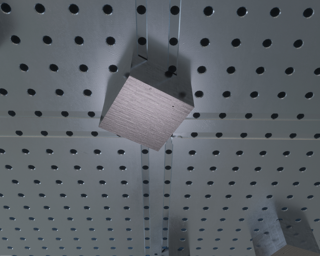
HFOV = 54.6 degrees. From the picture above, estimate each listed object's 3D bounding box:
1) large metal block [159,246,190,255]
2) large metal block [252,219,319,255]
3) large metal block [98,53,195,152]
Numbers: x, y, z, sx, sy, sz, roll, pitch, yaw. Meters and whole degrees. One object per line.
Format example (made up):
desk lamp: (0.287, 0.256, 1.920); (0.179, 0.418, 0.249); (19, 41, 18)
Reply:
large metal block: (0.022, 0.303, 0.633); (0.050, 0.080, 0.080); (21, 127, -17)
large metal block: (0.237, 0.225, 0.588); (0.080, 0.050, 0.080); (20, 127, -17)
large metal block: (-0.017, -0.028, 0.371); (0.080, 0.050, 0.080); (24, 126, -19)
